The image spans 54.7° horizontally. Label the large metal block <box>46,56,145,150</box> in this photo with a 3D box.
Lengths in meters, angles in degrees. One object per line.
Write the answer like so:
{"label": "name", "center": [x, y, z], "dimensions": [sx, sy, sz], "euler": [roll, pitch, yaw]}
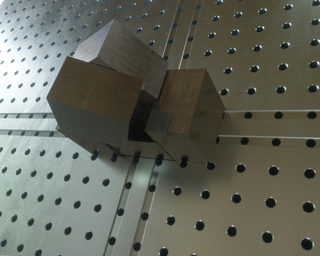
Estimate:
{"label": "large metal block", "center": [-0.066, -0.023, 0.334], "dimensions": [0.080, 0.080, 0.050], "euler": [17, 67, -1]}

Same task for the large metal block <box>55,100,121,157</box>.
{"label": "large metal block", "center": [-0.083, -0.014, 0.424], "dimensions": [0.050, 0.080, 0.080], "euler": [2, 63, 29]}

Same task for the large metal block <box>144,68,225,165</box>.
{"label": "large metal block", "center": [0.033, -0.012, 0.361], "dimensions": [0.050, 0.080, 0.080], "euler": [4, 64, 30]}

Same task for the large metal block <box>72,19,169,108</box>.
{"label": "large metal block", "center": [-0.051, -0.066, 0.357], "dimensions": [0.080, 0.080, 0.050], "euler": [-12, 53, 48]}

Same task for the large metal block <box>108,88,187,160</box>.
{"label": "large metal block", "center": [-0.018, -0.008, 0.403], "dimensions": [0.080, 0.050, 0.080], "euler": [3, 63, 29]}
